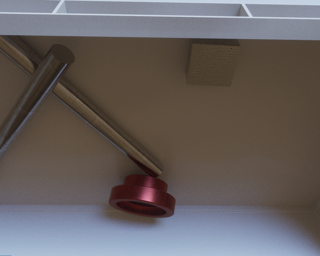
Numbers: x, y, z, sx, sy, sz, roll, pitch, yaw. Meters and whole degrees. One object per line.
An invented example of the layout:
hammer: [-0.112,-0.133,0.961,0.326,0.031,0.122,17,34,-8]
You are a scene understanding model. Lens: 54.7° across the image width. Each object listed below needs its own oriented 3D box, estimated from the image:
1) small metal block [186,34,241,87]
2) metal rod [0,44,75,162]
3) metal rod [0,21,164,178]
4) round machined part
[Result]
small metal block: [0.057,-0.075,0.346,0.050,0.025,0.050,2,130,-3]
metal rod: [-0.189,0.005,0.389,0.025,0.025,0.299,32,129,-25]
metal rod: [-0.096,-0.026,0.385,0.025,0.025,0.300,-31,124,23]
round machined part: [-0.024,0.102,0.470,0.099,0.042,0.098,8,152,4]
